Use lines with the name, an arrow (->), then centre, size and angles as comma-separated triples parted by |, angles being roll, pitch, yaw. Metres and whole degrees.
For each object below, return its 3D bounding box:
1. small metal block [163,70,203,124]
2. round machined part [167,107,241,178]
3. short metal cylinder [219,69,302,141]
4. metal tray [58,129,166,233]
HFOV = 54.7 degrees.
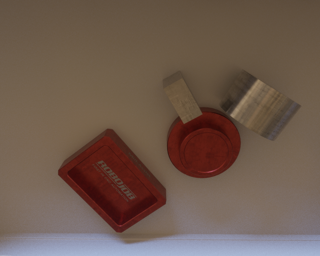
small metal block -> 0.027, -0.039, 0.384 | 0.025, 0.050, 0.050 | -28, 108, 10
round machined part -> 0.059, 0.025, 0.412 | 0.099, 0.042, 0.097 | 0, 110, -1
short metal cylinder -> 0.119, -0.028, 0.373 | 0.080, 0.080, 0.050 | 29, 108, -11
metal tray -> -0.064, 0.076, 0.435 | 0.090, 0.030, 0.130 | -36, 107, 12
